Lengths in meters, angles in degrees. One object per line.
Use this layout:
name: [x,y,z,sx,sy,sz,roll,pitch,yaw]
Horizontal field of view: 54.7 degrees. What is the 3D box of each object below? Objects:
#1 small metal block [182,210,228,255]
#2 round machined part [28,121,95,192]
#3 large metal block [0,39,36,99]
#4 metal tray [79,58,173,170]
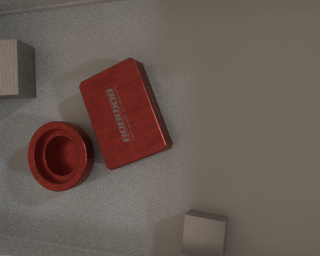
small metal block: [0.057,0.135,0.390,0.050,0.025,0.050,5,92,19]
round machined part: [-0.137,0.039,0.448,0.098,0.042,0.097,0,90,19]
large metal block: [-0.240,-0.086,0.471,0.080,0.050,0.079,-2,90,6]
metal tray: [-0.048,-0.018,0.424,0.090,0.030,0.129,-23,83,18]
